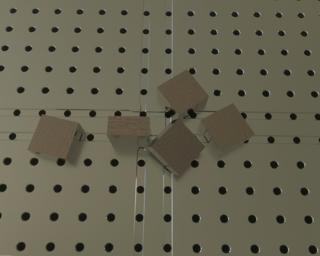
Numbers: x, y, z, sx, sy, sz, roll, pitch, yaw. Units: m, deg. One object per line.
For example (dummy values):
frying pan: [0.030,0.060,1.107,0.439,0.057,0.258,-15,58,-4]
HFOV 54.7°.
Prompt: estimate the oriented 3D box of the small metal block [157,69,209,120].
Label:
small metal block: [0.031,-0.045,0.429,0.050,0.025,0.050,-33,74,-12]

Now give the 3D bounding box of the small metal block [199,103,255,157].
small metal block: [0.087,0.003,0.412,0.050,0.025,0.050,-28,73,-10]

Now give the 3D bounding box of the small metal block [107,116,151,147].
small metal block: [-0.038,0.006,0.396,0.050,0.050,0.025,1,70,0]

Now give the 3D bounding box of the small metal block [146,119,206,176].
small metal block: [0.020,0.024,0.394,0.050,0.025,0.050,47,75,-8]

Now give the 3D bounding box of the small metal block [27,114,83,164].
small metal block: [-0.135,0.014,0.405,0.050,0.025,0.050,13,70,4]
